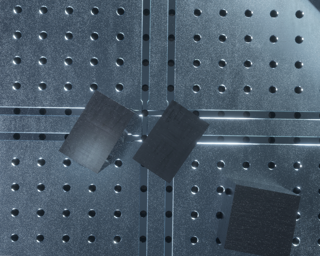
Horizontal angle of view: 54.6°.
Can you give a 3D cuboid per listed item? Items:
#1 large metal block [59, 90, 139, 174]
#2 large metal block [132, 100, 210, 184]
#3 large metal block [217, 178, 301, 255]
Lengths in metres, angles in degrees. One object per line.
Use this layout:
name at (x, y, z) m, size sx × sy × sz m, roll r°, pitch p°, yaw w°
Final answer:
large metal block at (-0.071, 0.004, 0.385) m, size 0.050 × 0.080 × 0.080 m, roll 31°, pitch 90°, yaw 0°
large metal block at (0.012, 0.015, 0.386) m, size 0.050 × 0.080 × 0.080 m, roll 34°, pitch 90°, yaw 0°
large metal block at (0.125, 0.115, 0.402) m, size 0.080 × 0.050 × 0.080 m, roll 10°, pitch 90°, yaw 0°
